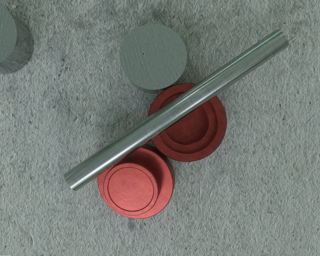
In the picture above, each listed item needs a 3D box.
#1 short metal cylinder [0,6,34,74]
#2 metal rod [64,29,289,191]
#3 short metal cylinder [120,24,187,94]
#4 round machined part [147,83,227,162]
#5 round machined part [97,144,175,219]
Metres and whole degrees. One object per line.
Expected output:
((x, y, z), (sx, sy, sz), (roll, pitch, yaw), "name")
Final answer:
((-0.211, -0.112, 0.395), (0.081, 0.050, 0.079), (0, 90, -1), "short metal cylinder")
((0.019, -0.021, 0.365), (0.301, 0.025, 0.025), (-34, 90, -1), "metal rod")
((-0.008, -0.086, 0.397), (0.081, 0.050, 0.079), (0, 90, 0), "short metal cylinder")
((0.033, -0.008, 0.400), (0.099, 0.042, 0.097), (0, 93, -3), "round machined part")
((-0.032, 0.070, 0.390), (0.098, 0.042, 0.097), (2, 101, 9), "round machined part")
